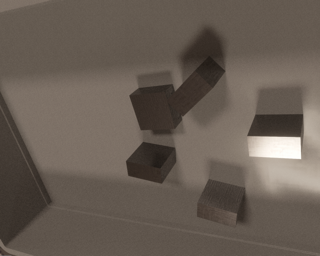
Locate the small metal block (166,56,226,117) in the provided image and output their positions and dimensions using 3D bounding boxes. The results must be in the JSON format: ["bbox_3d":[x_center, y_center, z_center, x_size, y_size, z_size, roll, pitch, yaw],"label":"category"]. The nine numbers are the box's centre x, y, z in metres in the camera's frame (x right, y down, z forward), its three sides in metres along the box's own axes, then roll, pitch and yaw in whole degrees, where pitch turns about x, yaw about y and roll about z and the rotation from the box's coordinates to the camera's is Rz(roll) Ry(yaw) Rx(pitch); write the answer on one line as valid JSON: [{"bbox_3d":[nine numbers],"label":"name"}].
[{"bbox_3d":[0.040,-0.046,0.342,0.025,0.050,0.050,43,129,-2],"label":"small metal block"}]

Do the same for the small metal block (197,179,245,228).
[{"bbox_3d":[0.081,0.098,0.410,0.050,0.050,0.025,11,123,22],"label":"small metal block"}]

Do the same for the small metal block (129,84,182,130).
[{"bbox_3d":[-0.005,-0.026,0.394,0.050,0.025,0.050,-3,117,29],"label":"small metal block"}]

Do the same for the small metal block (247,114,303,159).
[{"bbox_3d":[0.125,0.008,0.331,0.050,0.050,0.025,1,119,27],"label":"small metal block"}]

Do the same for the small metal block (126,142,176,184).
[{"bbox_3d":[-0.011,0.046,0.426,0.050,0.050,0.025,9,122,23],"label":"small metal block"}]
